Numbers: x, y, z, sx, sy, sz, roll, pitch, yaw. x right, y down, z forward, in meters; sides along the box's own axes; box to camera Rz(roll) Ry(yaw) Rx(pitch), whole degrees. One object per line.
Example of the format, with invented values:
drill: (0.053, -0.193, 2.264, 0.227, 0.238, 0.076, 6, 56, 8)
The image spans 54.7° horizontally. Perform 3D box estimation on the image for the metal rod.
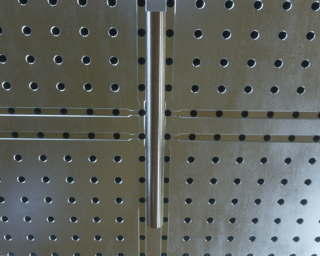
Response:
metal rod: (-0.006, 0.003, 0.414, 0.025, 0.025, 0.298, 0, 110, -1)
